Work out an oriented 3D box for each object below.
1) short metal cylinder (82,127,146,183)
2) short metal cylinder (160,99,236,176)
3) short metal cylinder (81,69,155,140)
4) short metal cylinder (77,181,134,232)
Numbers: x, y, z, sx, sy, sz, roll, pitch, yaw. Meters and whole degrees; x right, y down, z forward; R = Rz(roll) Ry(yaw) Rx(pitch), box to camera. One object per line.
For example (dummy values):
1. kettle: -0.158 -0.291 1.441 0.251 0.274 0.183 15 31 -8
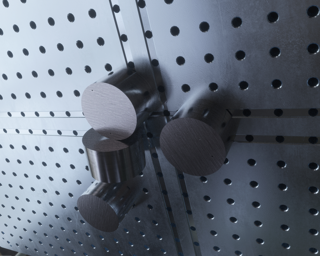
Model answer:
1. short metal cylinder: -0.062 0.031 0.427 0.080 0.080 0.050 9 122 23
2. short metal cylinder: 0.047 0.011 0.378 0.080 0.050 0.079 13 124 21
3. short metal cylinder: -0.054 -0.031 0.404 0.080 0.050 0.079 13 124 21
4. short metal cylinder: -0.091 0.127 0.522 0.080 0.050 0.079 13 124 21
